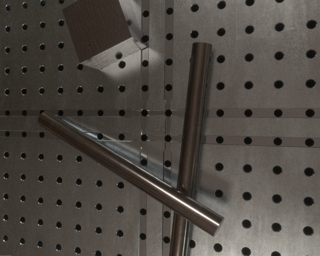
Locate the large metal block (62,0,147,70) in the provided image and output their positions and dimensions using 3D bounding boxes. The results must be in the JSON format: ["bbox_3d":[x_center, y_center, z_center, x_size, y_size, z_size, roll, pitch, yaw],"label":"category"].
[{"bbox_3d":[-0.075,-0.137,0.425,0.080,0.050,0.080,-22,83,18],"label":"large metal block"}]

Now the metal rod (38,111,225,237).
[{"bbox_3d":[-0.054,0.050,0.413,0.300,0.025,0.025,28,99,23],"label":"metal rod"}]

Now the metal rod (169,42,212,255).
[{"bbox_3d":[0.038,0.042,0.398,0.025,0.025,0.298,7,92,19],"label":"metal rod"}]
